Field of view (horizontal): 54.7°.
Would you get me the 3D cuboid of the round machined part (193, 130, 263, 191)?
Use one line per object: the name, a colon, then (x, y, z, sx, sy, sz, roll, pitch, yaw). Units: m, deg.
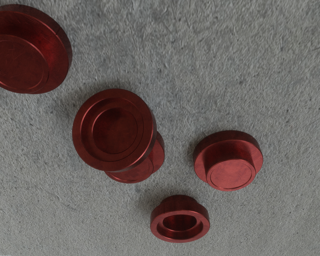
round machined part: (0.098, 0.053, 0.442, 0.099, 0.042, 0.097, 0, 130, 0)

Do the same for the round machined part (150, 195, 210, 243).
round machined part: (0.033, 0.150, 0.524, 0.099, 0.042, 0.097, 0, 130, 0)

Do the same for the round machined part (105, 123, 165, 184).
round machined part: (-0.043, 0.040, 0.429, 0.099, 0.042, 0.097, 0, 130, 0)

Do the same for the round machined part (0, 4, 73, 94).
round machined part: (-0.148, -0.076, 0.330, 0.099, 0.042, 0.097, 0, 130, 0)

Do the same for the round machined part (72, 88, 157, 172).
round machined part: (-0.052, 0.005, 0.376, 0.098, 0.098, 0.042, -11, 166, 9)
